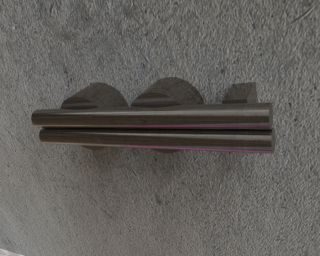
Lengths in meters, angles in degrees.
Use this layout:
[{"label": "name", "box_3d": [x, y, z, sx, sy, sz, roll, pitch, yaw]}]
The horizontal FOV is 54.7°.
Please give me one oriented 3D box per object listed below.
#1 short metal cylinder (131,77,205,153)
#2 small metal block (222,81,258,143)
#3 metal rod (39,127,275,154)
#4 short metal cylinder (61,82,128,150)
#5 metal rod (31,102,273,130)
[{"label": "short metal cylinder", "box_3d": [0.010, -0.016, 0.378, 0.080, 0.050, 0.079, 13, 124, 21]}, {"label": "small metal block", "box_3d": [0.090, -0.017, 0.336, 0.025, 0.050, 0.050, -2, 117, 29]}, {"label": "metal rod", "box_3d": [-0.026, 0.011, 0.363, 0.300, 0.025, 0.025, 0, 119, 28]}, {"label": "short metal cylinder", "box_3d": [-0.089, -0.017, 0.427, 0.080, 0.050, 0.079, 13, 124, 21]}, {"label": "metal rod", "box_3d": [-0.032, -0.012, 0.352, 0.300, 0.025, 0.025, 0, 119, 28]}]
